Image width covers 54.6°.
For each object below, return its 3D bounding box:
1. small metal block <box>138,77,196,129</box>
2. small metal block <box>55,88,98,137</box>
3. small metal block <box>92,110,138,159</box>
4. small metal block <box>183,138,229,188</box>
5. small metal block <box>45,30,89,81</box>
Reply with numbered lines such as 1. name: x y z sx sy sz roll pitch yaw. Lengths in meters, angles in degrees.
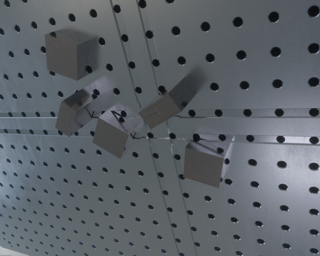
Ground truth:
1. small metal block: 0.009 -0.030 0.372 0.050 0.050 0.025 -30 102 38
2. small metal block: -0.119 -0.023 0.445 0.025 0.050 0.050 33 129 6
3. small metal block: -0.067 0.010 0.453 0.050 0.025 0.050 30 128 9
4. small metal block: 0.060 0.046 0.408 0.050 0.025 0.050 14 124 20
5. small metal block: -0.125 -0.098 0.417 0.050 0.025 0.050 21 126 15
